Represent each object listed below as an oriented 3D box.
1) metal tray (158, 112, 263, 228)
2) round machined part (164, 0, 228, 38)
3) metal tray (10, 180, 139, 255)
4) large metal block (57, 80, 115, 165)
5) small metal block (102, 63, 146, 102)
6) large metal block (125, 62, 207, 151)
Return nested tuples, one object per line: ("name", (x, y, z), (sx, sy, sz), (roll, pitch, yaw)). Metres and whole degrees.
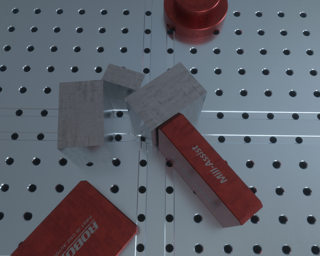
("metal tray", (0.050, 0.052, 0.358), (0.030, 0.090, 0.130), (-37, 74, -12))
("round machined part", (0.055, -0.191, 0.473), (0.099, 0.042, 0.098), (0, 70, 0))
("metal tray", (-0.099, 0.138, 0.358), (0.090, 0.030, 0.130), (39, 74, 13))
("large metal block", (-0.088, -0.004, 0.383), (0.050, 0.080, 0.080), (-4, 70, -2))
("small metal block", (-0.046, -0.057, 0.419), (0.050, 0.050, 0.025), (18, 71, 6))
("large metal block", (0.007, -0.024, 0.391), (0.080, 0.080, 0.050), (-35, 74, -12))
